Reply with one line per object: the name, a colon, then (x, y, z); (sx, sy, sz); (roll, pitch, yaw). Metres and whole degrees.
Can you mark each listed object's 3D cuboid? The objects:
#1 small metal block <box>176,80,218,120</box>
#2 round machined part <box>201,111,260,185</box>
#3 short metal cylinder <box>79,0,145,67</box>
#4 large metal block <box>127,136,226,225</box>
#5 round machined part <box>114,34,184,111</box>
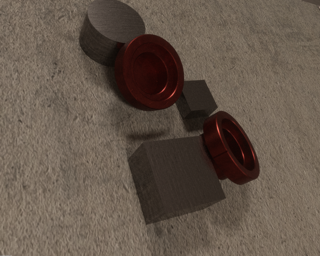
small metal block: (0.050, -0.043, 0.459); (0.050, 0.025, 0.050); (-9, 66, -32)
round machined part: (0.086, 0.030, 0.408); (0.098, 0.042, 0.098); (37, 35, -32)
short metal cylinder: (-0.067, -0.133, 0.434); (0.081, 0.050, 0.080); (14, 56, -21)
large metal block: (0.018, 0.059, 0.363); (0.081, 0.050, 0.080); (-5, 64, -31)
round machined part: (-0.018, -0.071, 0.412); (0.099, 0.042, 0.097); (4, 84, -38)
